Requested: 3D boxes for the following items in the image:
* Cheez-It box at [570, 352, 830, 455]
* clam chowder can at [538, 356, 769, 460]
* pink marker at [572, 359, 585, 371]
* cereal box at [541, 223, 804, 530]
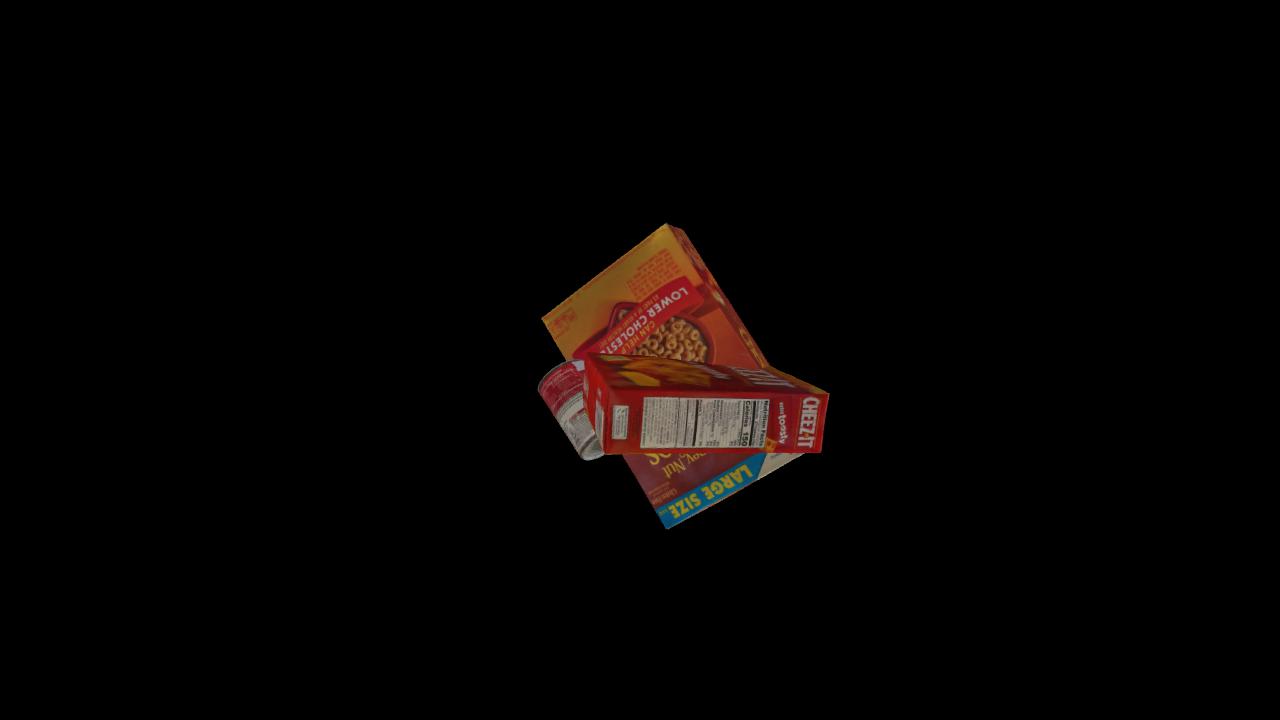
[{"bbox_3d":[0.058,0.043,0.649,0.223,0.071,0.166,3,11,-13],"label":"Cheez-It box"},{"bbox_3d":[-0.066,0.058,0.722,0.068,0.102,0.068,-29,-26,-16],"label":"clam chowder can"},{"bbox_3d":[-0.040,0.001,0.764,0.020,0.020,0.121,0,10,41],"label":"pink marker"},{"bbox_3d":[0.042,0.020,0.742,0.203,0.306,0.081,-34,-8,21],"label":"cereal box"}]
